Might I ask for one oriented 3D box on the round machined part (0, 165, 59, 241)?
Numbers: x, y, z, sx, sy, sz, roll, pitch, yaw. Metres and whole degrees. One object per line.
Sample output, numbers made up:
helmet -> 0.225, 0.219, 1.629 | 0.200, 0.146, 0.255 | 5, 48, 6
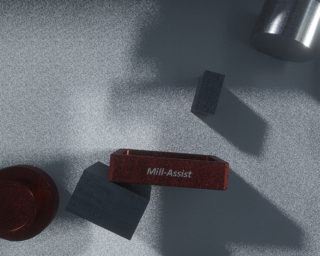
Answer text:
round machined part -> -0.186, 0.099, 0.401 | 0.099, 0.042, 0.097 | 0, 90, -1

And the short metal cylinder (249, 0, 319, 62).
short metal cylinder -> 0.160, -0.122, 0.386 | 0.080, 0.080, 0.050 | 22, 90, -1

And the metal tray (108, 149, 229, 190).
metal tray -> 0.010, 0.048, 0.379 | 0.131, 0.090, 0.030 | 5, 90, -1

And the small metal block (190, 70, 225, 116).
small metal block -> 0.060, -0.043, 0.400 | 0.025, 0.050, 0.050 | 15, 90, 0

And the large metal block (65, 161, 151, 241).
large metal block -> -0.059, 0.085, 0.383 | 0.080, 0.080, 0.050 | 26, 90, -1
